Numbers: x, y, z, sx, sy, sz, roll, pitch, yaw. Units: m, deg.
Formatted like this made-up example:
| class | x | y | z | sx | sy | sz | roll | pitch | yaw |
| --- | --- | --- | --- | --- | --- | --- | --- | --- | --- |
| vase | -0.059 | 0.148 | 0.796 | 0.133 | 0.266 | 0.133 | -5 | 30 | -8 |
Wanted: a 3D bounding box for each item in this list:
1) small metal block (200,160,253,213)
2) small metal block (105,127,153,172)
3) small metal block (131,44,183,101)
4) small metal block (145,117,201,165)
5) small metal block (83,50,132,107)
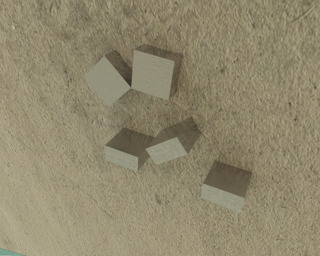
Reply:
| class | x | y | z | sx | sy | sz | roll | pitch | yaw |
| --- | --- | --- | --- | --- | --- | --- | --- | --- | --- |
| small metal block | 0.084 | 0.072 | 0.391 | 0.050 | 0.050 | 0.025 | 17 | 125 | 18 |
| small metal block | -0.041 | 0.029 | 0.430 | 0.050 | 0.050 | 0.025 | 18 | 125 | 18 |
| small metal block | -0.004 | -0.067 | 0.368 | 0.050 | 0.025 | 0.050 | 20 | 126 | 16 |
| small metal block | 0.018 | 0.016 | 0.392 | 0.050 | 0.050 | 0.025 | -23 | 106 | 36 |
| small metal block | -0.062 | -0.063 | 0.401 | 0.050 | 0.025 | 0.050 | -33 | 100 | 38 |
